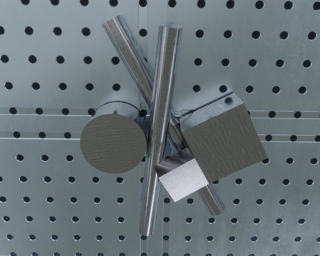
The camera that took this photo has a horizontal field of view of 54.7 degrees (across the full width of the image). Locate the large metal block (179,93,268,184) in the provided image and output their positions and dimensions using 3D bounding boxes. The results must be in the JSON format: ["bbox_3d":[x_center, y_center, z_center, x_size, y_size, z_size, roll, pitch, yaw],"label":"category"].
[{"bbox_3d":[0.080,0.012,0.401,0.080,0.050,0.080,-26,108,9],"label":"large metal block"}]

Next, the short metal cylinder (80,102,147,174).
[{"bbox_3d":[-0.057,0.012,0.400,0.081,0.050,0.079,0,110,-1],"label":"short metal cylinder"}]

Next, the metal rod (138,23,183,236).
[{"bbox_3d":[-0.004,0.022,0.397,0.025,0.025,0.298,6,118,-2],"label":"metal rod"}]

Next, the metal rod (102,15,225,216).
[{"bbox_3d":[0.013,-0.003,0.408,0.025,0.025,0.299,-27,109,9],"label":"metal rod"}]

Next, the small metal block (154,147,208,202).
[{"bbox_3d":[0.028,0.060,0.398,0.050,0.025,0.050,-29,123,2],"label":"small metal block"}]
